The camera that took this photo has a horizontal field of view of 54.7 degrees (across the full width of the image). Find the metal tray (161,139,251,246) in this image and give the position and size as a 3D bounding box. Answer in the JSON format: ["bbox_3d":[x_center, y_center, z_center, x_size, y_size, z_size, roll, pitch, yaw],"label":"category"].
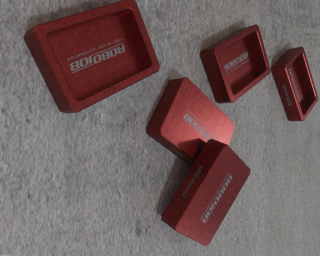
[{"bbox_3d":[0.069,0.092,0.436,0.090,0.030,0.130,42,77,-41],"label":"metal tray"}]

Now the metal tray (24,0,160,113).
[{"bbox_3d":[-0.067,-0.083,0.345,0.131,0.030,0.090,-34,111,-35],"label":"metal tray"}]

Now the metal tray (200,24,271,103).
[{"bbox_3d":[0.129,-0.107,0.512,0.131,0.030,0.090,-35,112,-35],"label":"metal tray"}]

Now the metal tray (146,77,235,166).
[{"bbox_3d":[0.049,0.000,0.445,0.130,0.030,0.090,38,67,-34],"label":"metal tray"}]

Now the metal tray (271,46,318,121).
[{"bbox_3d":[0.282,-0.090,0.641,0.090,0.030,0.130,-42,116,-32],"label":"metal tray"}]
